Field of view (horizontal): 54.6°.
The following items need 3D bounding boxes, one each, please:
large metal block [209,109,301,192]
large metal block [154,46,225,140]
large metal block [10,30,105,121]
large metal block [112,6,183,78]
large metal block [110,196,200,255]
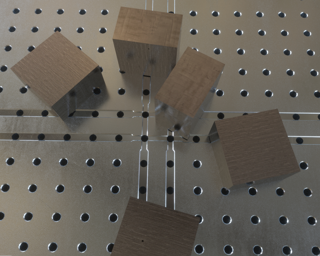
[{"bbox_3d":[0.114,0.029,0.389,0.080,0.050,0.080,-11,70,-4],"label":"large metal block"},{"bbox_3d":[0.036,-0.042,0.398,0.050,0.080,0.080,29,73,10],"label":"large metal block"},{"bbox_3d":[-0.136,-0.071,0.424,0.080,0.050,0.080,40,75,13],"label":"large metal block"},{"bbox_3d":[-0.014,-0.113,0.424,0.080,0.080,0.050,9,70,3],"label":"large metal block"},{"bbox_3d":[-0.006,0.131,0.351,0.080,0.050,0.080,16,71,6],"label":"large metal block"}]
